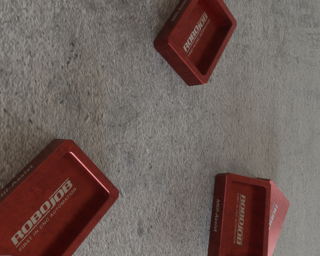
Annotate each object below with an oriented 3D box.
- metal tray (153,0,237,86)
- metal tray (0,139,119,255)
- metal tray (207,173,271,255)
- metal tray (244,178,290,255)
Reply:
[{"bbox_3d":[0.055,-0.137,0.446,0.090,0.030,0.130,43,64,-32],"label":"metal tray"},{"bbox_3d":[-0.112,0.085,0.306,0.130,0.030,0.090,-50,120,-28],"label":"metal tray"},{"bbox_3d":[0.126,0.141,0.481,0.091,0.030,0.130,15,73,-23],"label":"metal tray"},{"bbox_3d":[0.182,0.166,0.554,0.090,0.030,0.130,46,63,-30],"label":"metal tray"}]
